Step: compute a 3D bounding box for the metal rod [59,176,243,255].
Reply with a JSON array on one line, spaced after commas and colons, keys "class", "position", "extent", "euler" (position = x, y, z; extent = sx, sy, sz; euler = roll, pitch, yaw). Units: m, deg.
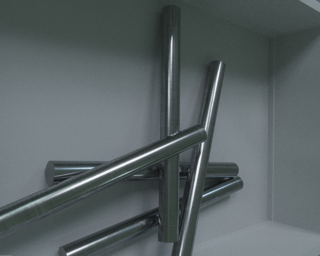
[{"class": "metal rod", "position": [0.014, 0.114, 0.419], "extent": [0.302, 0.025, 0.025], "euler": [-11, 97, -40]}]

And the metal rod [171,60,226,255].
[{"class": "metal rod", "position": [0.056, 0.037, 0.428], "extent": [0.025, 0.025, 0.299], "euler": [31, 63, -36]}]

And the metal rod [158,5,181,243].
[{"class": "metal rod", "position": [0.013, -0.012, 0.395], "extent": [0.025, 0.025, 0.298], "euler": [9, 78, -40]}]

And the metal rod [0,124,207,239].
[{"class": "metal rod", "position": [-0.067, 0.054, 0.317], "extent": [0.302, 0.025, 0.025], "euler": [-22, 104, -32]}]

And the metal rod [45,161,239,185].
[{"class": "metal rod", "position": [0.004, 0.057, 0.410], "extent": [0.302, 0.025, 0.025], "euler": [6, 87, -40]}]
